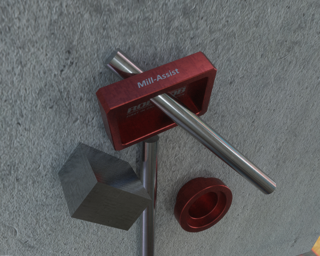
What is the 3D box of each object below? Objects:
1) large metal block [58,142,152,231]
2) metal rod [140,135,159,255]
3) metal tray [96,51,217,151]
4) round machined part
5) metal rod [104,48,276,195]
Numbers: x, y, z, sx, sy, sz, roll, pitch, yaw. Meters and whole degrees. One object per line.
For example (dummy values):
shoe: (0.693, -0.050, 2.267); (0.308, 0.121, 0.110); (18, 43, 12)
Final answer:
large metal block: (-0.069, 0.071, 0.379); (0.080, 0.080, 0.050); (30, 102, -38)
metal rod: (-0.019, 0.140, 0.485); (0.025, 0.025, 0.298); (-12, 124, -22)
metal tray: (-0.002, -0.029, 0.363); (0.131, 0.030, 0.090); (-23, 151, -15)
round machined part: (0.066, 0.120, 0.509); (0.099, 0.042, 0.097); (-14, 125, -21)
metal rod: (0.055, 0.006, 0.398); (0.301, 0.025, 0.025); (37, 97, -26)
